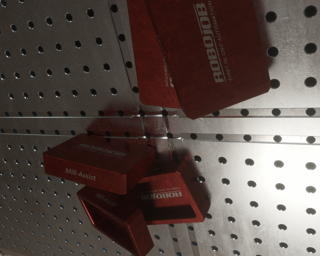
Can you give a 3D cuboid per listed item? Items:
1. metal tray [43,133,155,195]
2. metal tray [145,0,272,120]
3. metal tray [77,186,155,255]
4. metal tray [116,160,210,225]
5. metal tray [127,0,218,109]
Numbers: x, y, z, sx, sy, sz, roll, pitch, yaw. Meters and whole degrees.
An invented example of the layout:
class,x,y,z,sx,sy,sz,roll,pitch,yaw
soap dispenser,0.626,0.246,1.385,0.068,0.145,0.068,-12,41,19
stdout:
class,x,y,z,sx,sy,sz,roll,pitch,yaw
metal tray,-0.084,0.045,0.436,0.130,0.090,0.030,10,112,22
metal tray,0.048,-0.083,0.301,0.090,0.030,0.129,-21,111,0
metal tray,-0.075,0.149,0.507,0.130,0.030,0.089,16,133,40
metal tray,-0.001,0.102,0.469,0.130,0.030,0.090,-15,111,34
metal tray,0.017,-0.086,0.345,0.090,0.030,0.129,8,122,23
